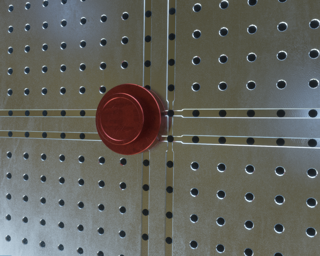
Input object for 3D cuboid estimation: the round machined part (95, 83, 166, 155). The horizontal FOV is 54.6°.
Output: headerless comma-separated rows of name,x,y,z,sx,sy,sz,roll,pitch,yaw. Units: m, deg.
round machined part,-0.045,-0.012,0.420,0.098,0.042,0.097,0,90,20
